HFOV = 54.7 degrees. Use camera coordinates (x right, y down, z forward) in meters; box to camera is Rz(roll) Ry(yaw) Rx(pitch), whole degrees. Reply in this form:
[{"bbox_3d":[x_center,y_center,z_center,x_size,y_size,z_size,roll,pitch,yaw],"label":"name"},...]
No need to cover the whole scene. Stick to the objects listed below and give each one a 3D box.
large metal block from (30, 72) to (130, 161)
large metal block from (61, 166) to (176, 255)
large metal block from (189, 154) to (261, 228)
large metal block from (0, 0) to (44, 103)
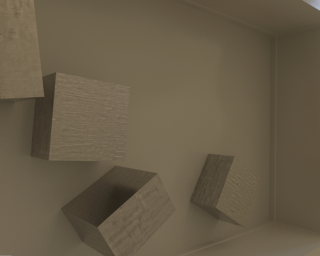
[{"bbox_3d":[-0.081,-0.008,0.322,0.081,0.050,0.080,6,86,-40],"label":"large metal block"},{"bbox_3d":[-0.045,0.088,0.333,0.080,0.080,0.050,-38,114,-33],"label":"large metal block"},{"bbox_3d":[0.102,0.095,0.476,0.080,0.050,0.080,39,66,-33],"label":"large metal block"},{"bbox_3d":[-0.139,-0.061,0.254,0.050,0.080,0.079,-8,96,-40],"label":"large metal block"}]
